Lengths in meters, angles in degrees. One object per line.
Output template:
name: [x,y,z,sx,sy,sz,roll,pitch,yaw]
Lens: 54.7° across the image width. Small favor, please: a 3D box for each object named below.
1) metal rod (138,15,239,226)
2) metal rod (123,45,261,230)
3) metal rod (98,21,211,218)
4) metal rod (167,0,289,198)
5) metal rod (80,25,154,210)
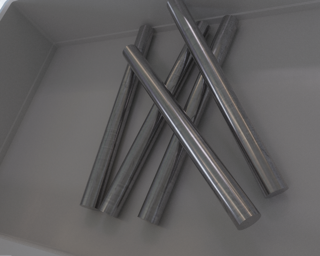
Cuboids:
metal rod: [0.044,-0.024,0.397,0.025,0.025,0.300,11,67,33]
metal rod: [0.018,-0.015,0.371,0.025,0.025,0.300,-36,51,5]
metal rod: [0.001,-0.024,0.420,0.025,0.025,0.300,14,69,34]
metal rod: [0.069,-0.058,0.378,0.025,0.025,0.299,-27,61,11]
metal rod: [-0.056,-0.031,0.454,0.025,0.025,0.300,0,61,28]
